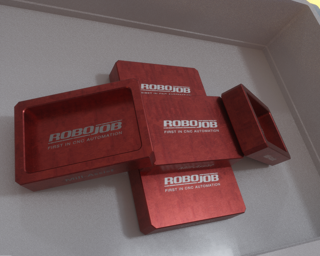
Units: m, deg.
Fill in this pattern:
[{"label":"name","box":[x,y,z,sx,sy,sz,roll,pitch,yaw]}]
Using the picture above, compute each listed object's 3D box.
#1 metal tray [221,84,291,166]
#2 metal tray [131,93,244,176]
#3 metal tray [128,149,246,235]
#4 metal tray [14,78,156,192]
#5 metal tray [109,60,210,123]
[{"label":"metal tray","box":[0.137,0.000,0.434,0.131,0.030,0.090,20,49,-54]},{"label":"metal tray","box":[0.031,0.005,0.375,0.131,0.030,0.090,-1,62,-29]},{"label":"metal tray","box":[0.033,0.070,0.373,0.131,0.030,0.090,0,62,-29]},{"label":"metal tray","box":[-0.077,0.006,0.316,0.131,0.030,0.090,-12,66,-2]},{"label":"metal tray","box":[0.003,-0.043,0.427,0.131,0.030,0.090,0,62,-29]}]
